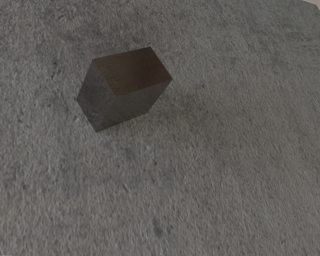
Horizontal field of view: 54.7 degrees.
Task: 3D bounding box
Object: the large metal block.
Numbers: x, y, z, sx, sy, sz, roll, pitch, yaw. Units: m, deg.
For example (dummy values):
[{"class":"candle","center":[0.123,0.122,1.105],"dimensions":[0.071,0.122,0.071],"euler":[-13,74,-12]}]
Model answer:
[{"class":"large metal block","center":[-0.045,-0.046,0.374],"dimensions":[0.081,0.080,0.050],"euler":[-24,75,-37]}]
